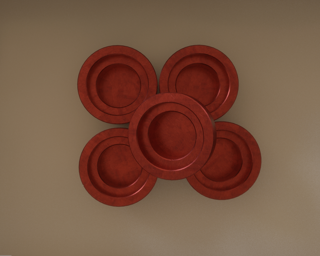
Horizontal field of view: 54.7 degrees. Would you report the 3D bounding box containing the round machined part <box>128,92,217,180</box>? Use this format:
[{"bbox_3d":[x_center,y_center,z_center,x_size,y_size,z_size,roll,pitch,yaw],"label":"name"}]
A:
[{"bbox_3d":[0.016,0.008,0.359,0.098,0.042,0.097,2,95,18],"label":"round machined part"}]

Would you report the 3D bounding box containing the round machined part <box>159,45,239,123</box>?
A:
[{"bbox_3d":[0.048,-0.054,0.402,0.099,0.042,0.097,0,90,-1],"label":"round machined part"}]

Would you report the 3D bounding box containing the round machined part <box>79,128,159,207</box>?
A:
[{"bbox_3d":[-0.051,0.048,0.401,0.099,0.042,0.097,0,90,-1],"label":"round machined part"}]

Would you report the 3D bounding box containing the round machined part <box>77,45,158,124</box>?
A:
[{"bbox_3d":[-0.052,-0.053,0.400,0.099,0.042,0.097,0,90,-1],"label":"round machined part"}]

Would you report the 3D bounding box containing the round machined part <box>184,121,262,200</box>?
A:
[{"bbox_3d":[0.076,0.040,0.402,0.099,0.042,0.097,0,90,-1],"label":"round machined part"}]
